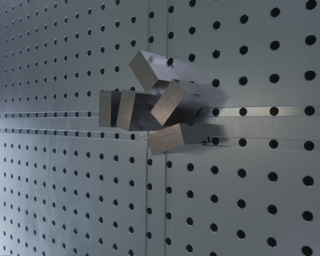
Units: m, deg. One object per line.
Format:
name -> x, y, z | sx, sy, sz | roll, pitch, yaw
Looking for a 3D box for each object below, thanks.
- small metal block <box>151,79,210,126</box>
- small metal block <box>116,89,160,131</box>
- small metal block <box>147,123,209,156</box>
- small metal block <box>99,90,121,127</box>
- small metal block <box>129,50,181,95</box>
small metal block -> 0.025, -0.029, 0.373 | 0.025, 0.050, 0.050 | 50, 120, 28
small metal block -> -0.028, -0.023, 0.417 | 0.025, 0.050, 0.050 | 19, 102, 38
small metal block -> 0.022, 0.014, 0.376 | 0.050, 0.050, 0.025 | -22, 76, 38
small metal block -> -0.059, -0.026, 0.443 | 0.025, 0.050, 0.050 | 2, 92, 40
small metal block -> -0.004, -0.069, 0.398 | 0.025, 0.050, 0.050 | -45, 63, 31
